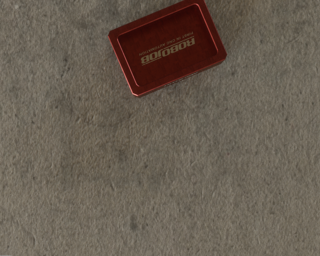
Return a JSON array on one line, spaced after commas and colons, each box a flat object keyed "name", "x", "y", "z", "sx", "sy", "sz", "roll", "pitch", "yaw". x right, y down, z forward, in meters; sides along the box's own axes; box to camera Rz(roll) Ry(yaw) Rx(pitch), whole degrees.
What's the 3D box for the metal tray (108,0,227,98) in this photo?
[{"name": "metal tray", "x": 0.010, "y": -0.105, "z": 0.407, "sx": 0.130, "sy": 0.030, "sz": 0.090, "roll": -23, "pitch": 90, "yaw": 0}]
